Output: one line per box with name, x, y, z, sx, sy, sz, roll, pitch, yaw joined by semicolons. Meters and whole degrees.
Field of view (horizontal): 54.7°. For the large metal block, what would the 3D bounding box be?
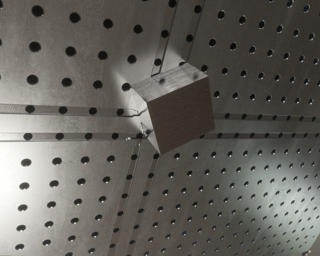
large metal block;0.018;-0.025;0.391;0.081;0.050;0.080;-25;128;-14
